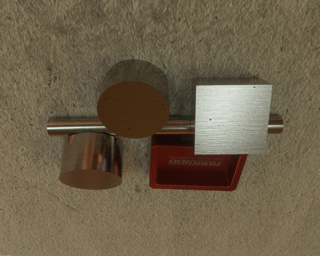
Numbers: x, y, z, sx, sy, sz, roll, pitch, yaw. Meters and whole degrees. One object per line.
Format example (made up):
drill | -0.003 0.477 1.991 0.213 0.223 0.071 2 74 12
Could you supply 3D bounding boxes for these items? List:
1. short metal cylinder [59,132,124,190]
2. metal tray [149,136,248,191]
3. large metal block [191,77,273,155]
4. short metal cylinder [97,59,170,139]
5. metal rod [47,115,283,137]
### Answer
short metal cylinder | -0.090 0.047 0.415 0.081 0.050 0.080 -1 151 0
metal tray | 0.052 0.050 0.447 0.131 0.030 0.089 2 130 -3
large metal block | 0.079 -0.016 0.363 0.081 0.050 0.079 -1 109 0
short metal cylinder | -0.029 -0.034 0.363 0.081 0.050 0.079 0 130 0
metal rod | 0.007 -0.003 0.408 0.302 0.025 0.025 -1 130 0
